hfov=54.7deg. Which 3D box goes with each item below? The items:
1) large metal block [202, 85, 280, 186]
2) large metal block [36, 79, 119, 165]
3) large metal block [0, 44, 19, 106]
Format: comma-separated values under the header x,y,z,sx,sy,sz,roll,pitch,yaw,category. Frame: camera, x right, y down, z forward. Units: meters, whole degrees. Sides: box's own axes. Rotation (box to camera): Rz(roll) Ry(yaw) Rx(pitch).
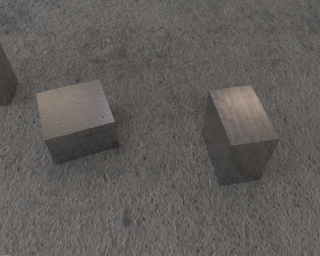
x,y,z,sx,sy,sz,roll,pitch,yaw,category
0.087,0.009,0.360,0.050,0.080,0.080,-8,51,-6,large metal block
-0.104,-0.010,0.394,0.081,0.050,0.080,-16,52,-13,large metal block
-0.257,-0.075,0.429,0.081,0.080,0.050,-2,50,-2,large metal block
